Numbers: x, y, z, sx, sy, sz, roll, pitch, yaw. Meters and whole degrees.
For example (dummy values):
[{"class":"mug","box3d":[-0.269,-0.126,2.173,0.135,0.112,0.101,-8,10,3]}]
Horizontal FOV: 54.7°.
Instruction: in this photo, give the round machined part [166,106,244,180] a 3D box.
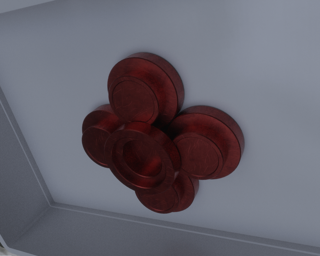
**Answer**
[{"class":"round machined part","box3d":[0.051,0.025,0.384,0.098,0.042,0.097,13,124,21]}]

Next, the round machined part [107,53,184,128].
[{"class":"round machined part","box3d":[-0.024,-0.039,0.382,0.098,0.042,0.097,13,124,21]}]

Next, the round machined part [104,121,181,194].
[{"class":"round machined part","box3d":[-0.019,0.034,0.399,0.098,0.042,0.097,13,124,21]}]

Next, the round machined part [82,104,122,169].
[{"class":"round machined part","box3d":[-0.072,0.019,0.444,0.098,0.042,0.097,13,124,21]}]

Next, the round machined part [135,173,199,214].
[{"class":"round machined part","box3d":[0.002,0.083,0.445,0.098,0.042,0.097,12,122,20]}]
